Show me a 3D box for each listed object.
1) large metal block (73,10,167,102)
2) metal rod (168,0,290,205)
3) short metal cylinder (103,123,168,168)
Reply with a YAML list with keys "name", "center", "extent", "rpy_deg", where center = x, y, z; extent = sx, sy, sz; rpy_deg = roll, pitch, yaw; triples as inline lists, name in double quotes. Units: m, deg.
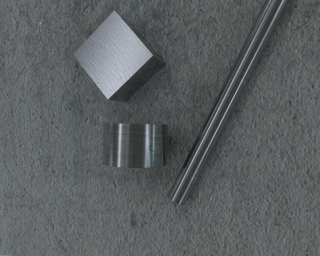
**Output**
- name: "large metal block"
  center: [-0.053, -0.092, 0.413]
  extent: [0.080, 0.050, 0.080]
  rpy_deg: [-42, 77, 15]
- name: "metal rod"
  center: [0.085, -0.041, 0.378]
  extent: [0.025, 0.025, 0.298]
  rpy_deg: [28, 99, 17]
- name: "short metal cylinder"
  center: [-0.031, 0.020, 0.390]
  extent: [0.080, 0.080, 0.050]
  rpy_deg: [1, 91, 19]
